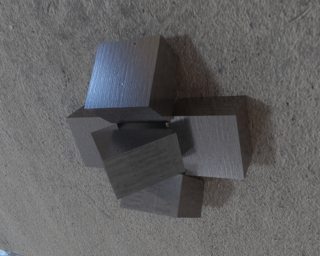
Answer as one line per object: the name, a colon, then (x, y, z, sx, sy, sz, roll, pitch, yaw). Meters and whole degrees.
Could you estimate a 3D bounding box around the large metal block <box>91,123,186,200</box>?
large metal block: (-0.028, 0.027, 0.360, 0.080, 0.081, 0.050, -137, 29, -61)

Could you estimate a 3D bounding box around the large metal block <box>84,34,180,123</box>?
large metal block: (-0.029, -0.051, 0.348, 0.080, 0.080, 0.050, 0, 162, 28)

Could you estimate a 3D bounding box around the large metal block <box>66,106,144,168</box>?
large metal block: (-0.072, 0.009, 0.434, 0.080, 0.050, 0.080, 0, 118, 28)

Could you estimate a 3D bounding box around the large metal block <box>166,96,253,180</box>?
large metal block: (0.059, 0.010, 0.363, 0.080, 0.050, 0.080, 0, 119, 28)

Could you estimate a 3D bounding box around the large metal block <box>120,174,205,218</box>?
large metal block: (0.006, 0.088, 0.415, 0.080, 0.080, 0.050, 2, 76, 28)
